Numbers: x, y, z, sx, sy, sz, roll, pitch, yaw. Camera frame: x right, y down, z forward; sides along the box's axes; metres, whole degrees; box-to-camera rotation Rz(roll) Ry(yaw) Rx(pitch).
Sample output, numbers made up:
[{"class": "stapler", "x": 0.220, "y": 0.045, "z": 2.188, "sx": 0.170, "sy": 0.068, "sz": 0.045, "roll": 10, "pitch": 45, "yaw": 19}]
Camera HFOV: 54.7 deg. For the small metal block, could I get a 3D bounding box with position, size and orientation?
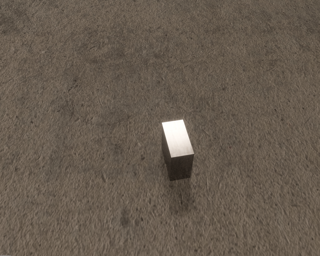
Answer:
[{"class": "small metal block", "x": 0.019, "y": 0.027, "z": 0.365, "sx": 0.025, "sy": 0.050, "sz": 0.050, "roll": -9, "pitch": 51, "yaw": -7}]
